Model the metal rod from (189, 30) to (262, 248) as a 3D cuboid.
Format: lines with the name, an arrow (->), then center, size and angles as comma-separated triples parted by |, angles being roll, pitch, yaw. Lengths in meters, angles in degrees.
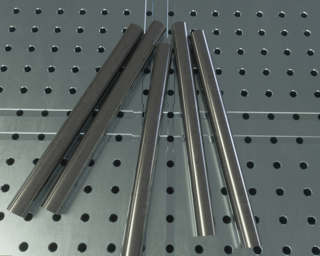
metal rod -> 0.081, 0.000, 0.412 | 0.025, 0.025, 0.299 | -9, 70, -3

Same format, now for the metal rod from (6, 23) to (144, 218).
metal rod -> -0.104, -0.023, 0.419 | 0.025, 0.025, 0.300 | 26, 72, 9

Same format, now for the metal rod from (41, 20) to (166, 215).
metal rod -> -0.067, -0.027, 0.421 | 0.025, 0.025, 0.300 | 25, 72, 8

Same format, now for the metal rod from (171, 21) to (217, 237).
metal rod -> 0.042, -0.013, 0.417 | 0.025, 0.025, 0.299 | -5, 70, -2

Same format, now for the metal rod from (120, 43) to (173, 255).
metal rod -> -0.014, 0.021, 0.404 | 0.025, 0.025, 0.299 | 8, 70, 3
